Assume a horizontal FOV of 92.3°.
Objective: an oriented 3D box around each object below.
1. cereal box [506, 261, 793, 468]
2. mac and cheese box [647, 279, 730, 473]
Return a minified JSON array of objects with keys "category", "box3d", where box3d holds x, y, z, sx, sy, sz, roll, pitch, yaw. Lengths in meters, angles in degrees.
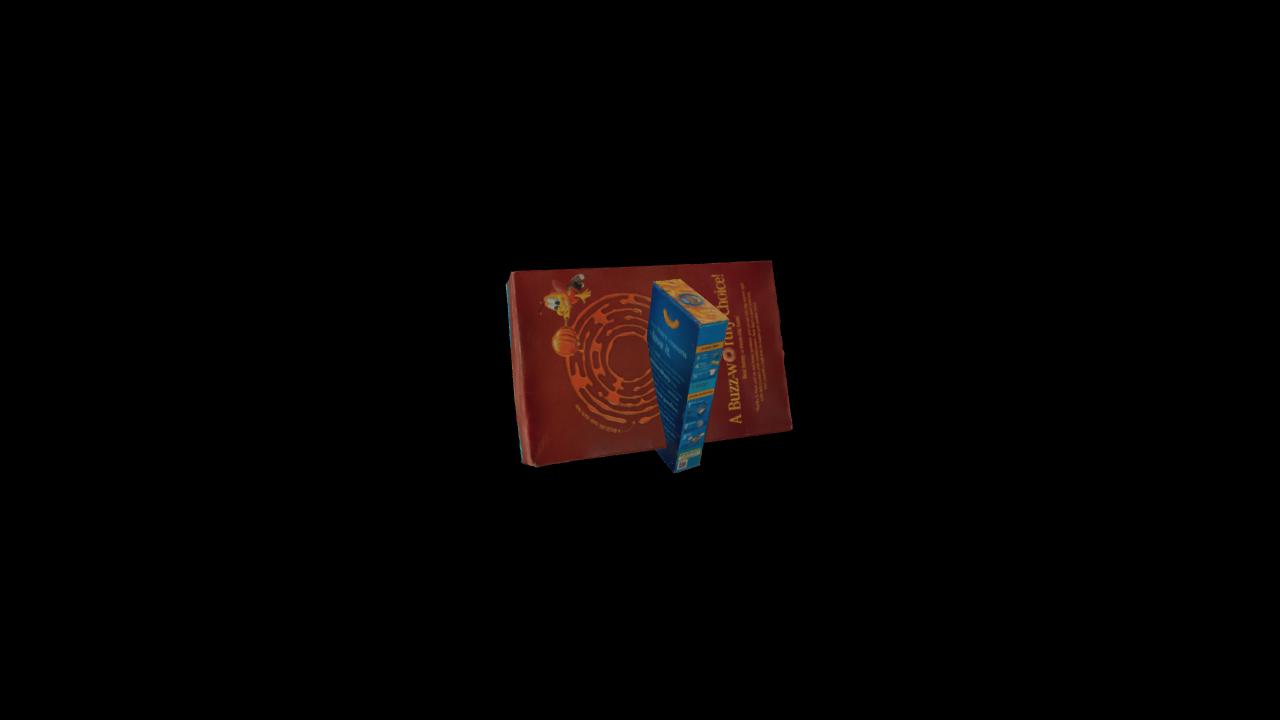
[{"category":"cereal box","box3d":[0.011,-0.002,0.692,0.306,0.203,0.081,-6,-4,-17]},{"category":"mac and cheese box","box3d":[0.039,0.018,0.644,0.041,0.184,0.093,-11,37,-26]}]
